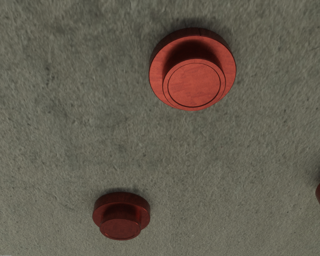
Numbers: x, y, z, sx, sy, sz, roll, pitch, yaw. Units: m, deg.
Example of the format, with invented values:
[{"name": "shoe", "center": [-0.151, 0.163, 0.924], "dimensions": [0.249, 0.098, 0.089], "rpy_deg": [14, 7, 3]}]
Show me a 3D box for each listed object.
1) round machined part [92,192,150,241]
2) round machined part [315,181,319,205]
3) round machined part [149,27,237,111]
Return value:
[{"name": "round machined part", "center": [-0.066, 0.156, 0.528], "dimensions": [0.099, 0.042, 0.097], "rpy_deg": [-1, 130, 0]}, {"name": "round machined part", "center": [0.291, 0.090, 0.478], "dimensions": [0.099, 0.042, 0.097], "rpy_deg": [-1, 130, 0]}, {"name": "round machined part", "center": [0.036, -0.058, 0.347], "dimensions": [0.099, 0.042, 0.097], "rpy_deg": [-1, 130, 0]}]
